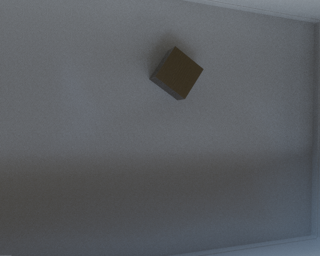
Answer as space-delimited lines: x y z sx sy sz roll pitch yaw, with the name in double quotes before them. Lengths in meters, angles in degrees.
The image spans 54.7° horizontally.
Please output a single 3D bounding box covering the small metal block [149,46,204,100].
"small metal block" 0.022 -0.073 0.420 0.050 0.025 0.050 35 78 -17
